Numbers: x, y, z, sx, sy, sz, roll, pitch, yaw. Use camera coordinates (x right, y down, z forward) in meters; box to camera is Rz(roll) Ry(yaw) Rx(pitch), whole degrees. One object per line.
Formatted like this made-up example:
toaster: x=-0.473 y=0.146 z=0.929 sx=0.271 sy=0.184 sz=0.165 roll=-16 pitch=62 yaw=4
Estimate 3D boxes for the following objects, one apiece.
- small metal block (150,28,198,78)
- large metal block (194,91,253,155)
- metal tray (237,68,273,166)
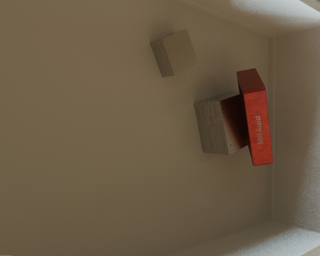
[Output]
small metal block: x=0.020 y=-0.103 z=0.425 sx=0.050 sy=0.025 sz=0.050 roll=-33 pitch=111 yaw=-35
large metal block: x=0.105 y=-0.010 z=0.481 sx=0.081 sy=0.050 sz=0.079 roll=-20 pitch=103 yaw=-38
metal tray: x=0.148 y=-0.018 z=0.485 sx=0.090 sy=0.030 sz=0.129 roll=-77 pitch=154 yaw=-61
